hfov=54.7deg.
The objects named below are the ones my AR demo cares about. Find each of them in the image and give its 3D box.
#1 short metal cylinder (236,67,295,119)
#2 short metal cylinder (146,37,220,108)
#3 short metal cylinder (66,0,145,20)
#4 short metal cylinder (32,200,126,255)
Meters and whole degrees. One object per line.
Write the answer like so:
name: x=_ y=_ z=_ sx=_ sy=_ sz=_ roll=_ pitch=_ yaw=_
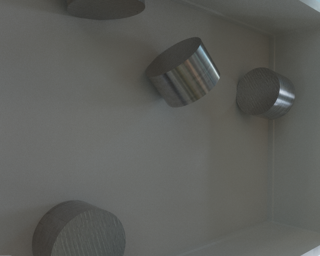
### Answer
short metal cylinder: x=0.178 y=-0.057 z=0.523 sx=0.050 sy=0.080 sz=0.080 roll=11 pitch=83 yaw=-40
short metal cylinder: x=0.029 y=-0.072 z=0.397 sx=0.080 sy=0.080 sz=0.050 roll=-52 pitch=121 yaw=-27
short metal cylinder: x=-0.058 y=-0.150 z=0.324 sx=0.081 sy=0.080 sz=0.050 roll=-8 pitch=96 yaw=-40
short metal cylinder: x=-0.083 y=0.120 z=0.322 sx=0.081 sy=0.050 sz=0.079 roll=0 pitch=90 yaw=-40
